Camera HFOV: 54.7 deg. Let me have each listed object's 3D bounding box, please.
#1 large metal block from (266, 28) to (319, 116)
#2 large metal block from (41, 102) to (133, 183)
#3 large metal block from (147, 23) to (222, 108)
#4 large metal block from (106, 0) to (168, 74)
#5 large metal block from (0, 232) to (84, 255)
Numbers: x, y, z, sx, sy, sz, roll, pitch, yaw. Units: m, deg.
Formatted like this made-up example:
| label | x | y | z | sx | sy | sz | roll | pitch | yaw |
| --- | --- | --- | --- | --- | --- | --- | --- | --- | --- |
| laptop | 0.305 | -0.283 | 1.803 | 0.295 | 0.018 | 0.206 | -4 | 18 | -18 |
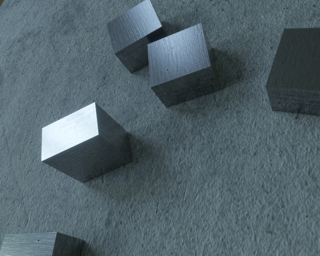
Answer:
| label | x | y | z | sx | sy | sz | roll | pitch | yaw |
| --- | --- | --- | --- | --- | --- | --- | --- | --- | --- |
| large metal block | 0.170 | -0.060 | 0.336 | 0.080 | 0.050 | 0.080 | 11 | 67 | 32 |
| large metal block | -0.093 | 0.023 | 0.404 | 0.080 | 0.080 | 0.050 | -24 | 53 | 13 |
| large metal block | 0.032 | -0.084 | 0.423 | 0.080 | 0.050 | 0.080 | -17 | 55 | 18 |
| large metal block | -0.032 | -0.147 | 0.495 | 0.080 | 0.050 | 0.080 | -27 | 52 | 11 |
| large metal block | -0.143 | 0.169 | 0.359 | 0.080 | 0.050 | 0.080 | -10 | 57 | 22 |
